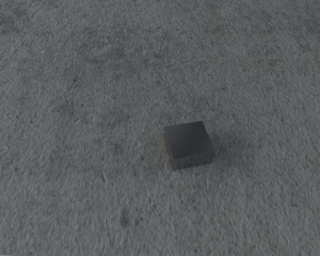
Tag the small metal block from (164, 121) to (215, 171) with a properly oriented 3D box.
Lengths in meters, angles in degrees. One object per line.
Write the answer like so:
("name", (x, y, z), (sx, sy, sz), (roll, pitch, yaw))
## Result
("small metal block", (0.035, 0.021, 0.386), (0.050, 0.025, 0.050), (-9, 51, -8))
